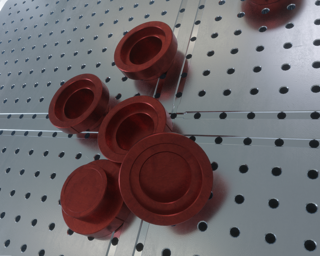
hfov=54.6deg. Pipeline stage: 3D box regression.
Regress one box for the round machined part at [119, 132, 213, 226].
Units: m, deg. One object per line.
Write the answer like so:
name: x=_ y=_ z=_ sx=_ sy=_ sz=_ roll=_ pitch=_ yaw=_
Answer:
round machined part: x=0.006 y=0.052 z=0.341 sx=0.099 sy=0.042 sz=0.097 roll=0 pitch=92 yaw=-4

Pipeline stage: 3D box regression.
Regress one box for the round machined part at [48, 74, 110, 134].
round machined part: x=-0.120 y=-0.033 z=0.482 sx=0.098 sy=0.042 sz=0.098 roll=-13 pitch=56 yaw=21

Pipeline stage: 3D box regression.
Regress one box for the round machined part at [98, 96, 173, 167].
round machined part: x=-0.028 y=0.009 z=0.407 sx=0.098 sy=0.042 sz=0.098 roll=-13 pitch=55 yaw=20

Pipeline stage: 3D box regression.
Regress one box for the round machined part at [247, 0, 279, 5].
round machined part: x=0.157 y=-0.220 z=0.451 sx=0.098 sy=0.042 sz=0.098 roll=-13 pitch=56 yaw=21

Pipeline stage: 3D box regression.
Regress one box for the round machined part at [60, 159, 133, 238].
round machined part: x=-0.085 y=0.084 z=0.391 sx=0.098 sy=0.042 sz=0.098 roll=-13 pitch=56 yaw=21

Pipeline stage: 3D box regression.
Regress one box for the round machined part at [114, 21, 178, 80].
round machined part: x=-0.018 y=-0.113 z=0.477 sx=0.098 sy=0.042 sz=0.098 roll=-13 pitch=56 yaw=21
